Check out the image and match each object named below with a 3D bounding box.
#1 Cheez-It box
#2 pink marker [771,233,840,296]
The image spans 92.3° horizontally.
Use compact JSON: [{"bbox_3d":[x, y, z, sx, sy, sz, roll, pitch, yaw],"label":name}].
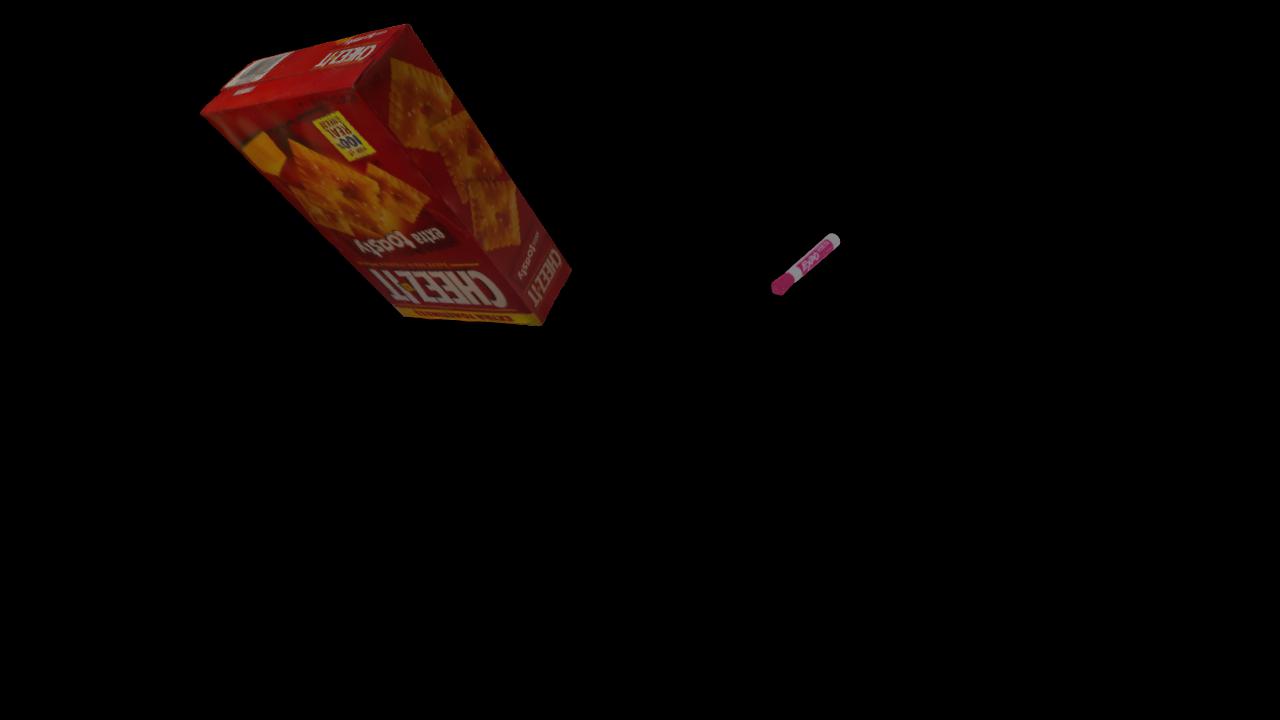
[{"bbox_3d":[-0.177,-0.119,0.465,0.166,0.071,0.223,7,-31,29],"label":"Cheez-It box"},{"bbox_3d":[0.193,-0.111,0.717,0.121,0.020,0.020,-39,20,-27],"label":"pink marker"}]
